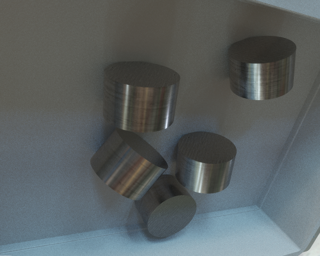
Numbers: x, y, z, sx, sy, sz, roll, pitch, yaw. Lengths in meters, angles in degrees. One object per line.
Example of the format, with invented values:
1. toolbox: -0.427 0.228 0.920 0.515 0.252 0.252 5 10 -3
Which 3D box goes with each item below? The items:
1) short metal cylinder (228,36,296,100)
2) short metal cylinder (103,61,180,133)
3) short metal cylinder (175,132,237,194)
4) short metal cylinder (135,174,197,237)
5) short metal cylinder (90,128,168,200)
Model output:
1. short metal cylinder: 0.130 -0.079 0.398 0.081 0.080 0.050 -24 127 -14
2. short metal cylinder: -0.021 -0.037 0.340 0.081 0.080 0.050 -7 122 -25
3. short metal cylinder: 0.064 0.047 0.439 0.081 0.080 0.050 -10 123 -23
4. short metal cylinder: 0.008 0.118 0.472 0.081 0.050 0.079 -14 125 -21
5. short metal cylinder: -0.037 0.042 0.380 0.080 0.080 0.050 33 100 -39
